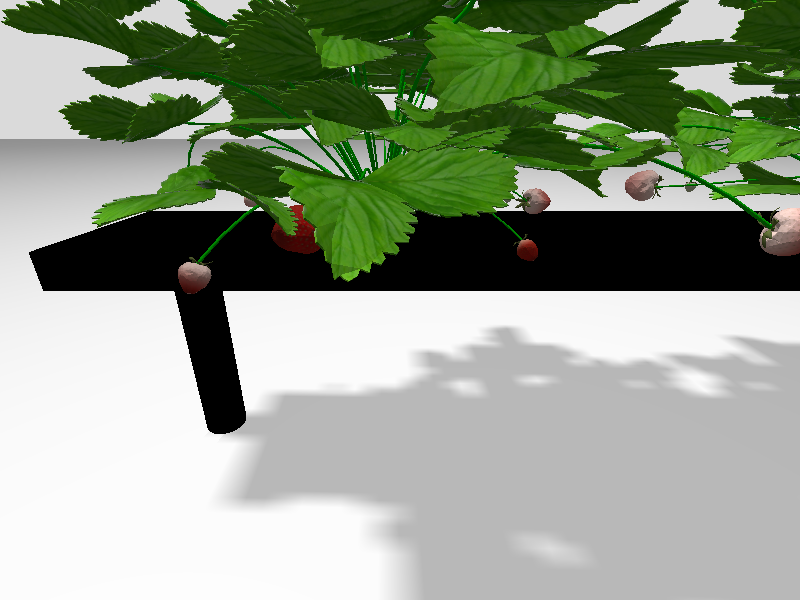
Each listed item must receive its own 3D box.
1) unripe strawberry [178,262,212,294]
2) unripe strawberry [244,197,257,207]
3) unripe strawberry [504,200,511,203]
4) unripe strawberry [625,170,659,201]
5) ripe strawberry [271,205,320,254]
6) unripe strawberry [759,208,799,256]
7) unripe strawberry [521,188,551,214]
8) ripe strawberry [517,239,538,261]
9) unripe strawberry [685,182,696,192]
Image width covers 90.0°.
[{"bbox_3d":[-0.108,-0.011,0.210,0.016,0.017,0.016,14,-6,29],"label":"unripe strawberry"},{"bbox_3d":[-0.158,-0.107,0.427,0.019,0.017,0.019,-34,0,38],"label":"unripe strawberry"},{"bbox_3d":[0.122,-0.115,0.454,0.010,0.010,0.009,-43,41,-20],"label":"unripe strawberry"},{"bbox_3d":[0.280,-0.134,0.465,0.033,0.034,0.030,18,29,36],"label":"unripe strawberry"},{"bbox_3d":[-0.068,-0.046,0.266,0.036,0.031,0.036,14,28,29],"label":"ripe strawberry"},{"bbox_3d":[0.256,-0.043,0.260,0.030,0.032,0.028,19,27,12],"label":"unripe strawberry"},{"bbox_3d":[0.134,-0.096,0.391,0.025,0.024,0.027,-5,24,-17],"label":"unripe strawberry"},{"bbox_3d":[0.083,-0.032,0.259,0.015,0.015,0.013,-21,-15,-40],"label":"ripe strawberry"},{"bbox_3d":[0.347,-0.135,0.479,0.011,0.011,0.011,-14,27,-29],"label":"unripe strawberry"}]
